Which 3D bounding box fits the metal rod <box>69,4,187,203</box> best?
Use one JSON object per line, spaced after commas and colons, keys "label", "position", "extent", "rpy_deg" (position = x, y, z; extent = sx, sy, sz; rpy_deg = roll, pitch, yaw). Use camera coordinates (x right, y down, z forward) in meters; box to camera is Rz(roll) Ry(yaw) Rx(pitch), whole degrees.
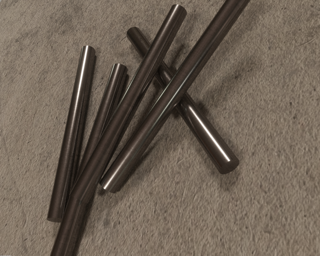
{"label": "metal rod", "position": [-0.035, -0.043, 0.416], "extent": [0.025, 0.025, 0.300], "rpy_deg": [15, 71, 34]}

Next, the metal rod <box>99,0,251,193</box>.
{"label": "metal rod", "position": [0.019, -0.047, 0.387], "extent": [0.025, 0.025, 0.299], "rpy_deg": [36, 92, 38]}

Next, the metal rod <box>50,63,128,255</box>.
{"label": "metal rod", "position": [-0.092, 0.037, 0.427], "extent": [0.025, 0.025, 0.300], "rpy_deg": [-2, 61, 27]}

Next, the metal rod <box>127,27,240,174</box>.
{"label": "metal rod", "position": [0.016, -0.059, 0.430], "extent": [0.025, 0.025, 0.300], "rpy_deg": [-35, 51, 5]}

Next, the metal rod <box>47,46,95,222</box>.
{"label": "metal rod", "position": [-0.130, -0.010, 0.475], "extent": [0.025, 0.025, 0.299], "rpy_deg": [-12, 56, 21]}
